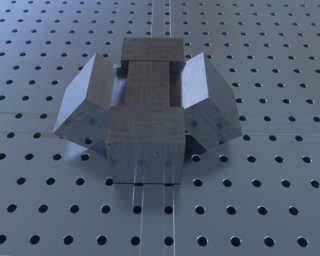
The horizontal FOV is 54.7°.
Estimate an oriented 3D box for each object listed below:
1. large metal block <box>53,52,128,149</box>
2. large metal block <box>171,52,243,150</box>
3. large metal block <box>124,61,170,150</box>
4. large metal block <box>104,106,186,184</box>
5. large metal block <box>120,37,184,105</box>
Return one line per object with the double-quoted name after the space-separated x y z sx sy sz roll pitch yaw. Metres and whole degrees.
-0.085 -0.033 0.390 0.050 0.080 0.080 28 43 -29 "large metal block"
0.057 -0.033 0.389 0.050 0.080 0.080 -26 43 28 "large metal block"
-0.014 -0.028 0.394 0.050 0.080 0.080 1 50 0 "large metal block"
-0.015 0.021 0.353 0.081 0.080 0.050 1 50 0 "large metal block"
-0.009 -0.079 0.436 0.081 0.080 0.050 1 50 0 "large metal block"
